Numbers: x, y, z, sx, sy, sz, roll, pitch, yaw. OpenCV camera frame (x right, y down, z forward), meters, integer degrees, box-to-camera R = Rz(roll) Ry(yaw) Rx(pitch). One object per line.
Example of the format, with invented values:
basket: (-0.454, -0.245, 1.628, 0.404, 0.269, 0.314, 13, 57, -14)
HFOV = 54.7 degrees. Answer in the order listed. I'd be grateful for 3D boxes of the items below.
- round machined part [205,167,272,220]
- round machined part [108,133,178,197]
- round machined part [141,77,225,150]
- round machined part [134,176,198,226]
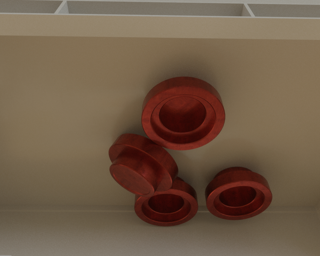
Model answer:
round machined part: (0.119, 0.098, 0.482, 0.099, 0.042, 0.097, 0, 130, 0)
round machined part: (-0.028, 0.056, 0.418, 0.098, 0.042, 0.097, 21, 144, 17)
round machined part: (0.027, -0.021, 0.380, 0.099, 0.042, 0.097, 0, 130, 0)
round machined part: (0.010, 0.111, 0.492, 0.099, 0.042, 0.097, 0, 130, 0)
